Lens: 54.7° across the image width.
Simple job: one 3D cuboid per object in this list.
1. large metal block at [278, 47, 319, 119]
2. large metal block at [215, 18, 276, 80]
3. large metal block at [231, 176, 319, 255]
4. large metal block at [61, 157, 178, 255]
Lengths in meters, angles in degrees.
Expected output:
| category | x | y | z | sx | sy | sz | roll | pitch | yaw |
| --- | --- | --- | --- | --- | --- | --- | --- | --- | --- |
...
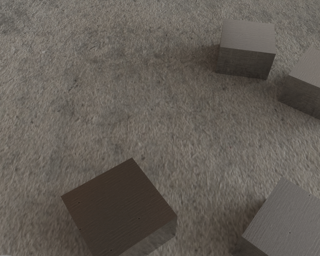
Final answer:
| category | x | y | z | sx | sy | sz | roll | pitch | yaw |
| --- | --- | --- | --- | --- | --- | --- | --- | --- | --- |
| large metal block | 0.229 | -0.062 | 0.442 | 0.080 | 0.050 | 0.080 | 30 | 56 | 22 |
| large metal block | 0.136 | -0.127 | 0.496 | 0.080 | 0.050 | 0.080 | 9 | 51 | 7 |
| large metal block | 0.129 | 0.108 | 0.298 | 0.080 | 0.050 | 0.080 | 33 | 57 | 24 |
| large metal block | -0.040 | 0.090 | 0.311 | 0.081 | 0.050 | 0.080 | -28 | 56 | -22 |
